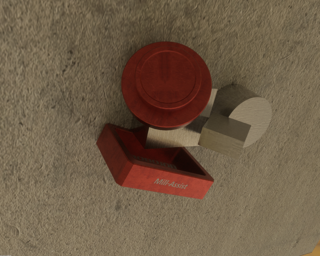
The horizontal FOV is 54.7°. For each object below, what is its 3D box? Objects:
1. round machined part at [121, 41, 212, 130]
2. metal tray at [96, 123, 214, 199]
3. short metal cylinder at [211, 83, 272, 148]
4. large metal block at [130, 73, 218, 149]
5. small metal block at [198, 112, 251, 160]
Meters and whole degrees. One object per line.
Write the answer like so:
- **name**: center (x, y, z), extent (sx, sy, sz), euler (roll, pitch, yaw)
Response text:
- **round machined part**: center (0.007, -0.049, 0.334), extent (0.098, 0.098, 0.042), euler (-32, 173, -8)
- **metal tray**: center (-0.005, 0.042, 0.389), extent (0.131, 0.090, 0.030), euler (18, 109, -35)
- **short metal cylinder**: center (0.110, -0.018, 0.443), extent (0.081, 0.050, 0.079), euler (-14, 124, -21)
- **large metal block**: center (0.015, -0.023, 0.388), extent (0.081, 0.050, 0.079), euler (-2, 119, -28)
- **small metal block**: center (0.080, 0.008, 0.382), extent (0.050, 0.050, 0.025), euler (-44, 151, -56)
